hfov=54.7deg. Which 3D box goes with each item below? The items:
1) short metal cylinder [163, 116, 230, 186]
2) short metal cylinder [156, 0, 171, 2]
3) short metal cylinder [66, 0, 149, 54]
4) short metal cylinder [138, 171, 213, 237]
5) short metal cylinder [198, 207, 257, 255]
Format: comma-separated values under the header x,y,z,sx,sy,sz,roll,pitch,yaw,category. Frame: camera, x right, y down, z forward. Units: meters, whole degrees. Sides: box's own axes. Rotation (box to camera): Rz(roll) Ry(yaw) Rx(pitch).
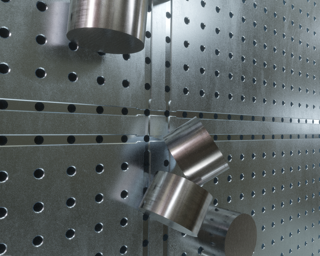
x,y,z,sx,sy,sz,roll,pitch,yaw,category
0.047,0.032,0.403,0.050,0.080,0.080,-32,115,3,short metal cylinder
0.014,-0.213,0.403,0.081,0.050,0.079,0,90,-40,short metal cylinder
-0.054,-0.115,0.327,0.081,0.080,0.050,8,85,-40,short metal cylinder
0.019,0.095,0.389,0.080,0.080,0.050,41,65,-33,short metal cylinder
0.106,0.168,0.482,0.081,0.050,0.079,0,90,-40,short metal cylinder
